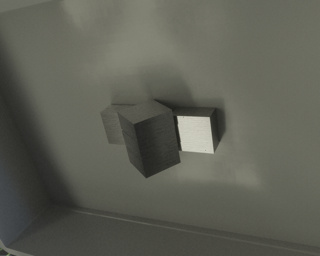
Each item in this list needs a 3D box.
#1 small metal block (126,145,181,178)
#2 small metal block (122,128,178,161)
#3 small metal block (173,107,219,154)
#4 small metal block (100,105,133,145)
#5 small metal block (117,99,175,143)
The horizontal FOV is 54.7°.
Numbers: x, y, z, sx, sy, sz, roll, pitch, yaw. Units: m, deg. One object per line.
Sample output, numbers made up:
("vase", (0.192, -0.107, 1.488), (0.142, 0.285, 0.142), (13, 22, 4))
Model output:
("small metal block", (-0.009, 0.034, 0.402), (0.050, 0.050, 0.025), (33, 140, 55))
("small metal block", (-0.013, 0.012, 0.391), (0.050, 0.050, 0.025), (33, 140, 55))
("small metal block", (0.044, 0.002, 0.384), (0.050, 0.025, 0.050), (3, 120, 26))
("small metal block", (-0.049, -0.004, 0.428), (0.050, 0.025, 0.050), (4, 120, 26))
("small metal block", (-0.017, -0.010, 0.379), (0.050, 0.050, 0.025), (34, 140, 55))
